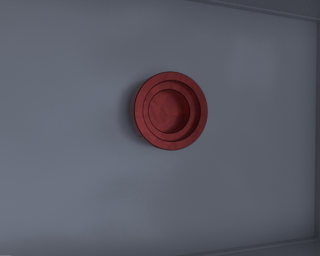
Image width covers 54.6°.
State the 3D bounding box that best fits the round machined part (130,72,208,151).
[{"bbox_3d":[0.008,-0.021,0.401,0.099,0.042,0.097,0,90,-20],"label":"round machined part"}]
